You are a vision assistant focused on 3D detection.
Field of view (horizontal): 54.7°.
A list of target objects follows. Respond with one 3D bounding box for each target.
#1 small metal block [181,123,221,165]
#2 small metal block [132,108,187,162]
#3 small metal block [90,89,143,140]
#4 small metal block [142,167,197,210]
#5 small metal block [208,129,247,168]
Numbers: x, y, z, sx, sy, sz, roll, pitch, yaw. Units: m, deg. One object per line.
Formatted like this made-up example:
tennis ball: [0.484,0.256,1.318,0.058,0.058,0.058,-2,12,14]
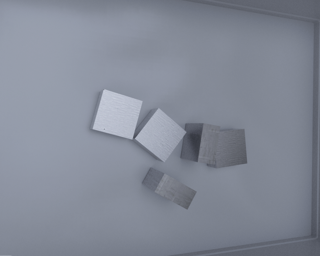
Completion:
small metal block: [0.054,0.020,0.417,0.025,0.050,0.050,10,87,-21]
small metal block: [-0.002,0.009,0.408,0.050,0.025,0.050,41,77,-16]
small metal block: [-0.055,-0.016,0.388,0.050,0.025,0.050,16,85,-20]
small metal block: [0.011,0.077,0.400,0.050,0.050,0.025,32,81,-18]
small metal block: [0.095,0.028,0.445,0.050,0.025,0.050,-6,92,-20]
